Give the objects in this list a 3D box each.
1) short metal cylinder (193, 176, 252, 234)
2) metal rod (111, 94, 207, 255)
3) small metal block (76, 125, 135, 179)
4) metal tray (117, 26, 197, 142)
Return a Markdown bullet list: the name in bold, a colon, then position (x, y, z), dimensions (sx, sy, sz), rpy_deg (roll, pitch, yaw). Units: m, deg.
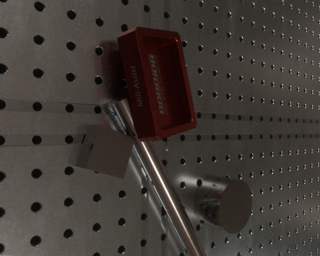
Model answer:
- **short metal cylinder**: position (0.097, 0.116, 0.478), dimensions (0.081, 0.050, 0.079), rpy_deg (0, 90, -40)
- **metal rod**: position (0.011, 0.093, 0.420), dimensions (0.025, 0.025, 0.299), rpy_deg (-38, 114, -34)
- **small metal block**: position (-0.062, 0.028, 0.359), dimensions (0.050, 0.025, 0.050), rpy_deg (24, 75, -38)
- **metal tray**: position (0.000, -0.055, 0.388), dimensions (0.091, 0.030, 0.129), rpy_deg (-16, 96, -52)
